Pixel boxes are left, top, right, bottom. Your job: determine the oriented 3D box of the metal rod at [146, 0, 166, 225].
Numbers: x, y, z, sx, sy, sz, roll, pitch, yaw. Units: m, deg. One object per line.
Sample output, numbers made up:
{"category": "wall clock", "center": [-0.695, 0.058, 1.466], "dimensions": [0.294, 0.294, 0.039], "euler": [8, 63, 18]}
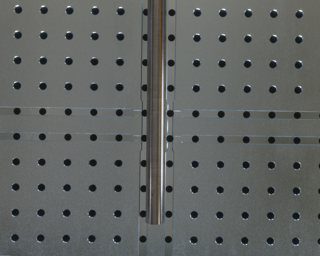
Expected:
{"category": "metal rod", "center": [-0.005, -0.024, 0.414], "dimensions": [0.025, 0.025, 0.298], "euler": [1, 90, 0]}
